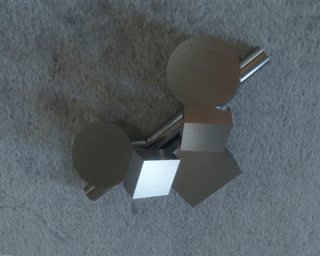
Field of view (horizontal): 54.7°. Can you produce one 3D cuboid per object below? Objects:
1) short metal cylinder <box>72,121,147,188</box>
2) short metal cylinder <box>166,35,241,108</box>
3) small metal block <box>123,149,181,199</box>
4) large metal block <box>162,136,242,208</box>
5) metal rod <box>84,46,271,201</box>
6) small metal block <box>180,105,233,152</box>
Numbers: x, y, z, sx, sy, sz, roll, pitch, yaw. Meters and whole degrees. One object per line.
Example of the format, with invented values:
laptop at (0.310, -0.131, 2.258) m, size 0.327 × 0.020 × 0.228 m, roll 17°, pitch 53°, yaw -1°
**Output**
short metal cylinder at (-0.062, 0.031, 0.393) m, size 0.080 × 0.050 × 0.079 m, roll 0°, pitch 92°, yaw 15°
short metal cylinder at (0.053, -0.062, 0.360) m, size 0.080 × 0.050 × 0.079 m, roll 0°, pitch 92°, yaw 15°
small metal block at (-0.010, 0.053, 0.364) m, size 0.050 × 0.025 × 0.050 m, roll 3°, pitch 114°, yaw -36°
large metal block at (0.047, 0.045, 0.413) m, size 0.080 × 0.050 × 0.080 m, roll -40°, pitch 106°, yaw 13°
metal rod at (0.014, 0.002, 0.411) m, size 0.300 × 0.025 × 0.025 m, roll -39°, pitch 106°, yaw 13°
small metal block at (0.050, 0.002, 0.346) m, size 0.050 × 0.025 × 0.050 m, roll 2°, pitch 141°, yaw -1°
